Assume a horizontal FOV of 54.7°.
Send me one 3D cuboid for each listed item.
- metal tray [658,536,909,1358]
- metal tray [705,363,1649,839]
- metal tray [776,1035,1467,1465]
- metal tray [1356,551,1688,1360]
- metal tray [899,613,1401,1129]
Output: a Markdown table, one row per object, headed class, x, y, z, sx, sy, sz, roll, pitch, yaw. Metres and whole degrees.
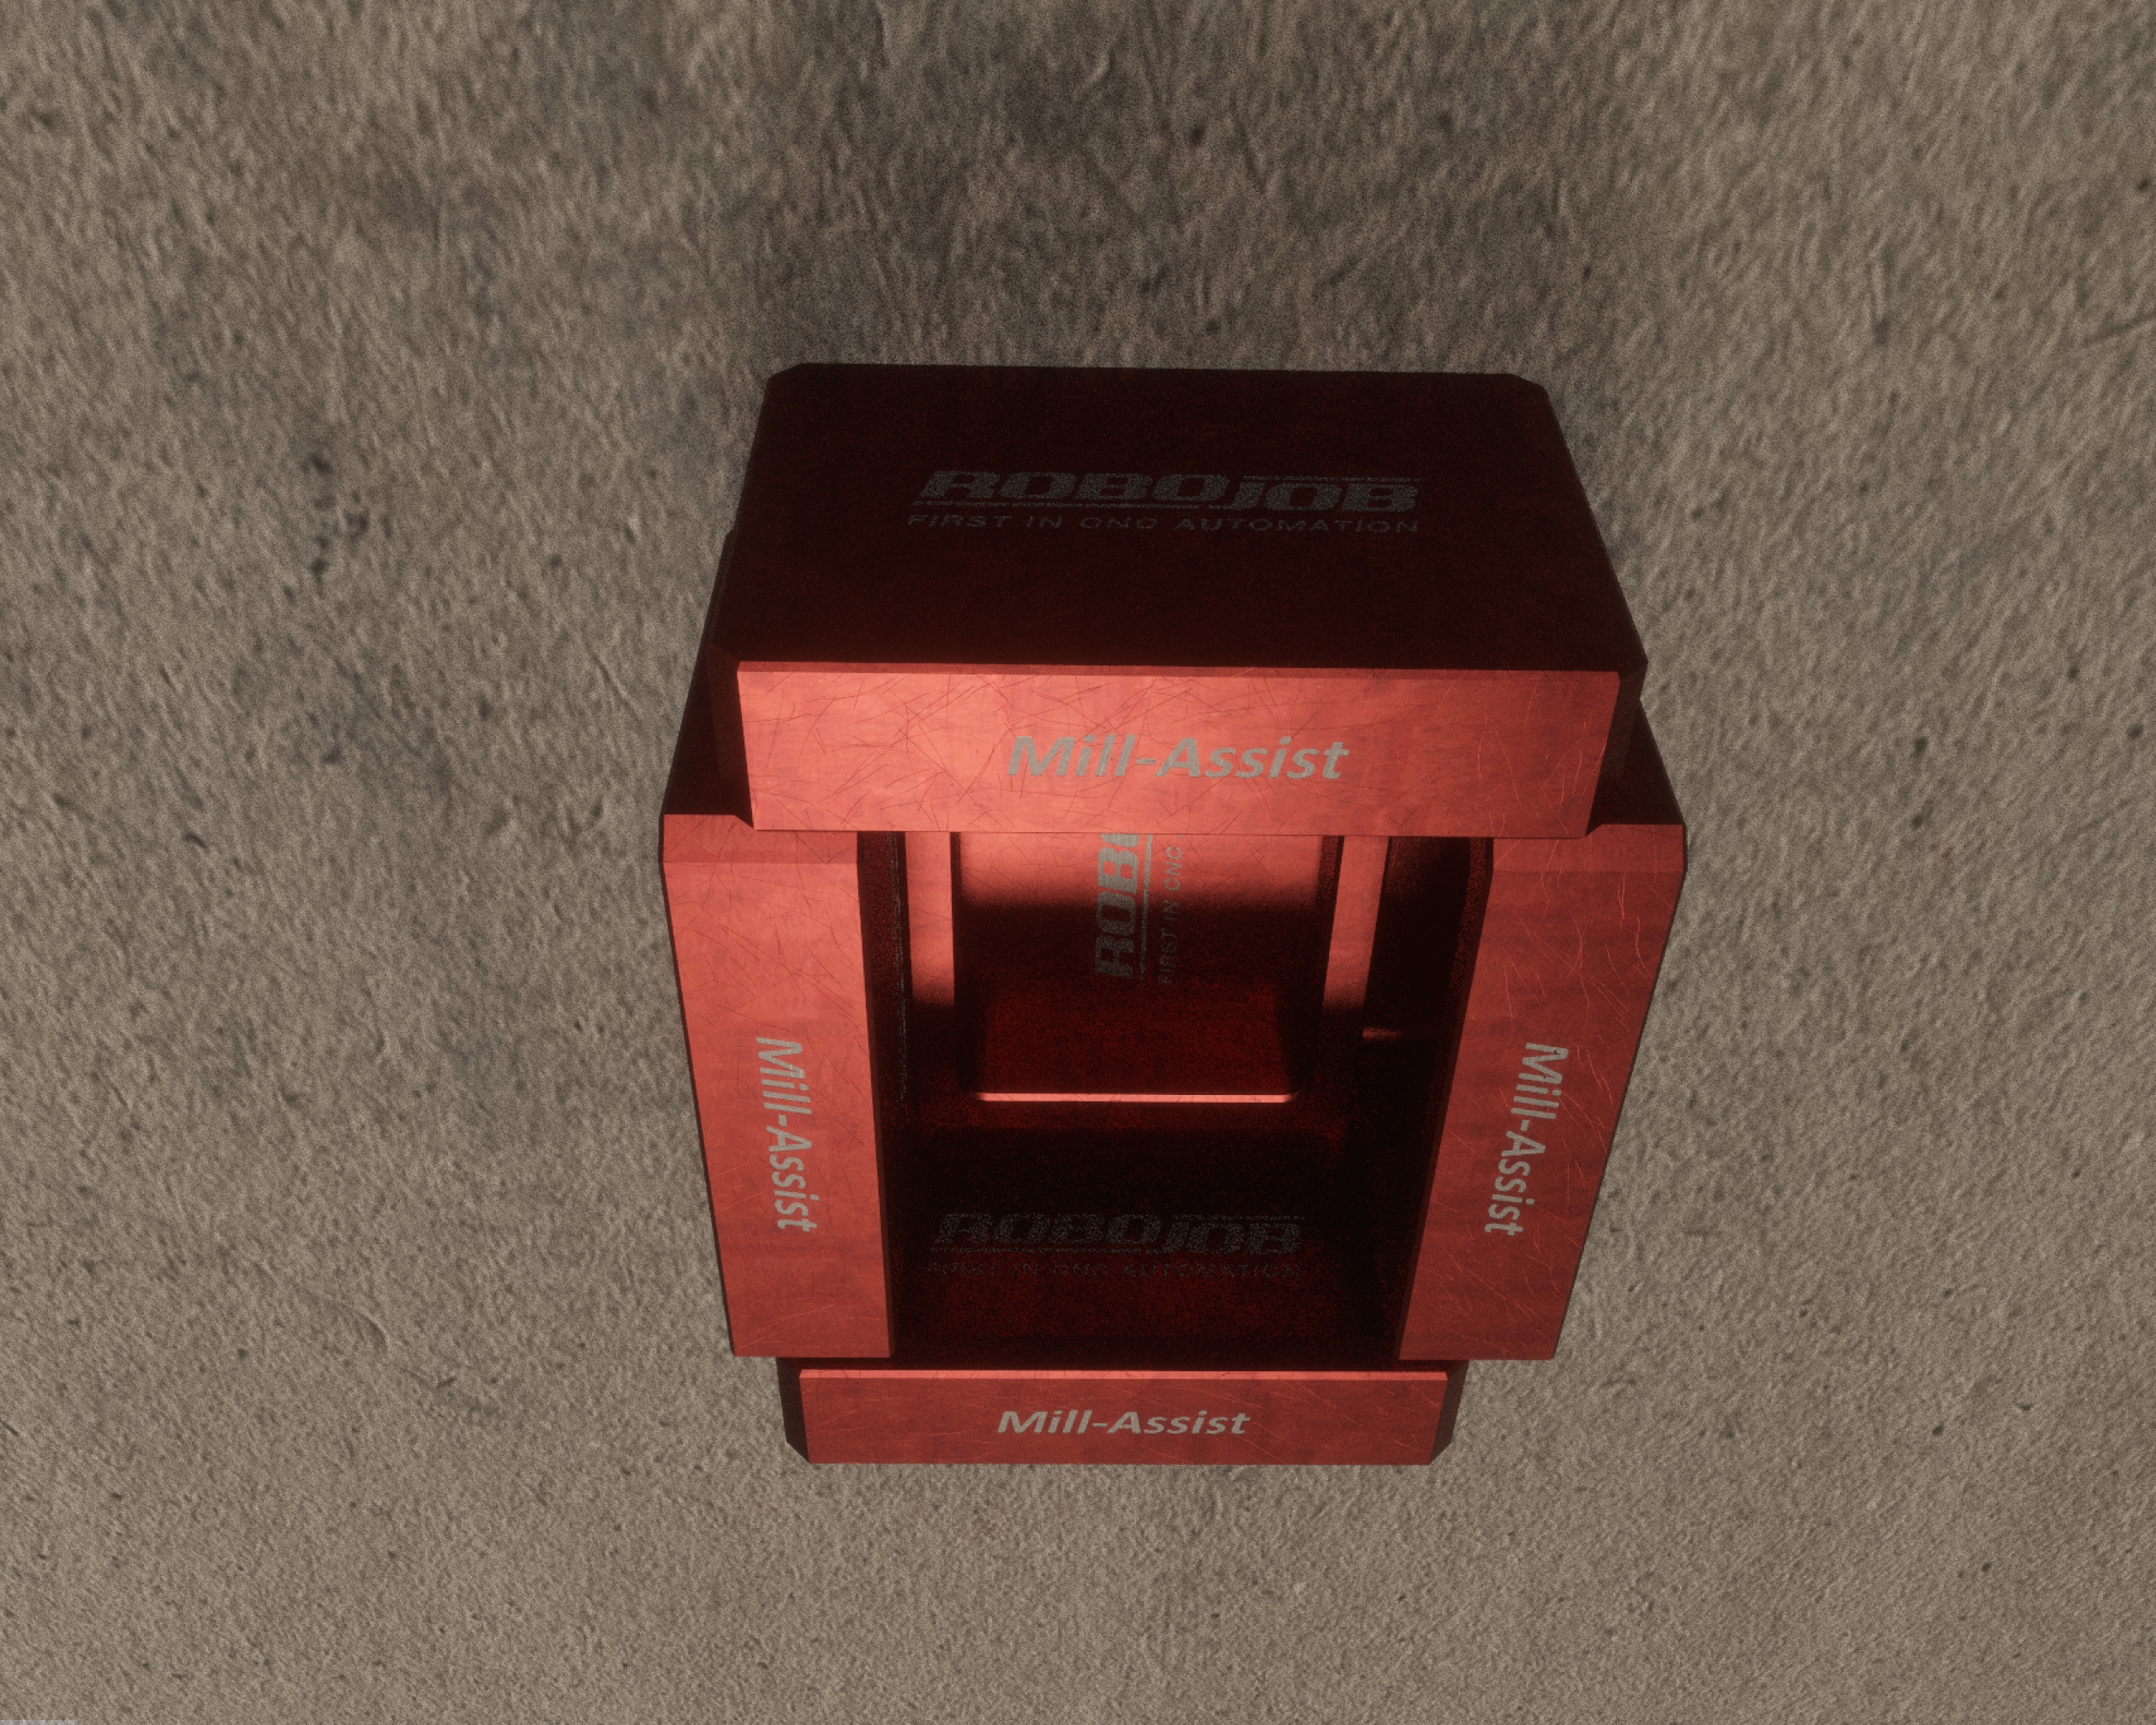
| class | x | y | z | sx | sy | sz | roll | pitch | yaw |
| --- | --- | --- | --- | --- | --- | --- | --- | --- | --- |
| metal tray | -0.048 | 0.016 | 0.379 | 0.030 | 0.090 | 0.129 | 1 | 130 | -1 |
| metal tray | 0.014 | -0.044 | 0.328 | 0.131 | 0.090 | 0.030 | 1 | 130 | -1 |
| metal tray | 0.008 | 0.078 | 0.432 | 0.131 | 0.090 | 0.030 | 1 | 130 | -1 |
| metal tray | 0.074 | 0.018 | 0.381 | 0.030 | 0.090 | 0.129 | 1 | 130 | -1 |
| metal tray | 0.012 | -0.003 | 0.403 | 0.091 | 0.030 | 0.129 | 0 | 130 | -1 |
